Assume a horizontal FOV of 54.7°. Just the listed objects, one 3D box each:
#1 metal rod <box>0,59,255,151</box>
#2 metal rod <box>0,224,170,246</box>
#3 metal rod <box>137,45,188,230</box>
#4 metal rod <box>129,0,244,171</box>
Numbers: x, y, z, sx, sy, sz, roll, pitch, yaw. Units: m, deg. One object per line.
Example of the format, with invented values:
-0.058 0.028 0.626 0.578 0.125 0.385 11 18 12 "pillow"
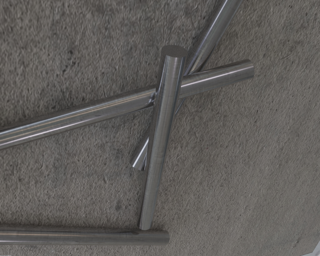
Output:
-0.034 -0.029 0.348 0.302 0.025 0.025 -17 126 -11 "metal rod"
-0.111 0.154 0.440 0.302 0.025 0.025 15 110 -35 "metal rod"
-0.005 0.038 0.389 0.025 0.025 0.298 -11 135 -22 "metal rod"
0.041 -0.075 0.382 0.025 0.025 0.298 19 108 -36 "metal rod"
